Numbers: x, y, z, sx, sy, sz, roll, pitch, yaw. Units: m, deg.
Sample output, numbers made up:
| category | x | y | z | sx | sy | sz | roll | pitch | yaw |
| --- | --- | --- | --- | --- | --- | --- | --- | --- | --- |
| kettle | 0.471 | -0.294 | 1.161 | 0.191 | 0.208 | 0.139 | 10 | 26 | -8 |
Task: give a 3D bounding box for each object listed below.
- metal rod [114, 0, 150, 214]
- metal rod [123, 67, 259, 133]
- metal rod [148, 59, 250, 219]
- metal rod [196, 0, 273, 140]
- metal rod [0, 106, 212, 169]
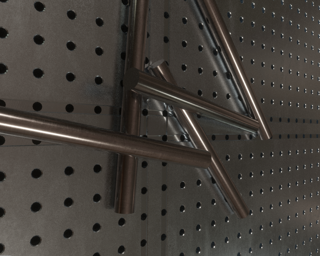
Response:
| category | x | y | z | sx | sy | sz | roll | pitch | yaw |
| --- | --- | --- | --- | --- | --- | --- | --- | --- | --- |
| metal rod | -0.033 | -0.047 | 0.382 | 0.025 | 0.025 | 0.298 | 7 | 86 | -40 |
| metal rod | 0.067 | -0.028 | 0.439 | 0.302 | 0.025 | 0.025 | 14 | 81 | -48 |
| metal rod | 0.068 | 0.031 | 0.468 | 0.025 | 0.025 | 0.299 | -48 | 119 | -30 |
| metal rod | 0.127 | -0.101 | 0.517 | 0.025 | 0.025 | 0.299 | -47 | 118 | -30 |
| metal rod | -0.065 | 0.012 | 0.330 | 0.302 | 0.025 | 0.025 | 14 | 81 | -32 |
